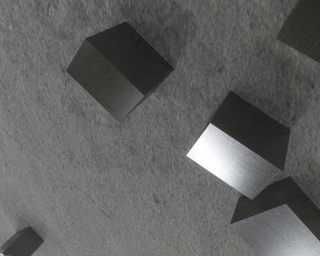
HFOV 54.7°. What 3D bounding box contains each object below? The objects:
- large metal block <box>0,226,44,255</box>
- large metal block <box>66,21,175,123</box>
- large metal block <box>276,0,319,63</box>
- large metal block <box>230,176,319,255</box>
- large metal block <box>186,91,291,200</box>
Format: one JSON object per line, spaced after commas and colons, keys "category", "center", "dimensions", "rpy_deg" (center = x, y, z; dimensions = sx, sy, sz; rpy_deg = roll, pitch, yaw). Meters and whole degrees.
{"category": "large metal block", "center": [-0.331, 0.282, 0.716], "dimensions": [0.080, 0.080, 0.050], "rpy_deg": [-30, 102, 37]}
{"category": "large metal block", "center": [-0.042, -0.066, 0.351], "dimensions": [0.080, 0.080, 0.050], "rpy_deg": [44, 129, -3]}
{"category": "large metal block", "center": [0.156, -0.094, 0.251], "dimensions": [0.080, 0.050, 0.079], "rpy_deg": [32, 128, 7]}
{"category": "large metal block", "center": [0.150, 0.119, 0.385], "dimensions": [0.080, 0.050, 0.080], "rpy_deg": [48, 129, -6]}
{"category": "large metal block", "center": [0.087, 0.015, 0.334], "dimensions": [0.080, 0.080, 0.050], "rpy_deg": [34, 129, 5]}
